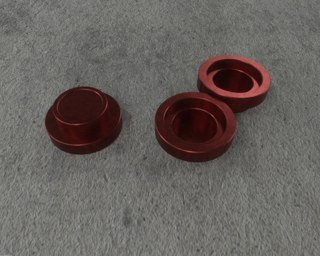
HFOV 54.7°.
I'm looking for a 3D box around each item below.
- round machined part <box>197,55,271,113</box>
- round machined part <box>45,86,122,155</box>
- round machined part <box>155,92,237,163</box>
[{"bbox_3d":[0.101,-0.058,0.439,0.099,0.042,0.098,1,46,-1],"label":"round machined part"},{"bbox_3d":[-0.100,-0.017,0.405,0.099,0.042,0.098,0,50,0],"label":"round machined part"},{"bbox_3d":[0.043,0.003,0.390,0.099,0.042,0.098,0,50,0],"label":"round machined part"}]
